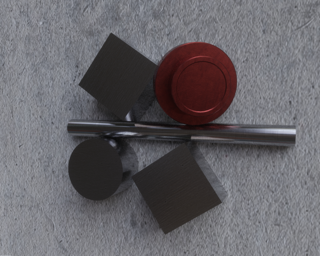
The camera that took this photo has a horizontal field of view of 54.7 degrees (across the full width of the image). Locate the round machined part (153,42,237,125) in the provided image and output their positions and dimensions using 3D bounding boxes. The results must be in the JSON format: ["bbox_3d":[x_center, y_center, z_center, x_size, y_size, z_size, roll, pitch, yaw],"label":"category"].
[{"bbox_3d":[0.043,-0.050,0.360,0.099,0.042,0.097,-2,105,-8],"label":"round machined part"}]

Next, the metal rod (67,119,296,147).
[{"bbox_3d":[0.013,0.004,0.406,0.301,0.025,0.025,2,91,19],"label":"metal rod"}]

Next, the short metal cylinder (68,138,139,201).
[{"bbox_3d":[-0.076,0.054,0.422,0.080,0.050,0.079,0,90,19],"label":"short metal cylinder"}]

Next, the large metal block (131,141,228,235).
[{"bbox_3d":[0.025,0.072,0.387,0.080,0.050,0.080,-35,79,16],"label":"large metal block"}]

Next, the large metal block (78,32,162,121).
[{"bbox_3d":[-0.045,-0.065,0.409,0.080,0.050,0.080,38,102,15],"label":"large metal block"}]
